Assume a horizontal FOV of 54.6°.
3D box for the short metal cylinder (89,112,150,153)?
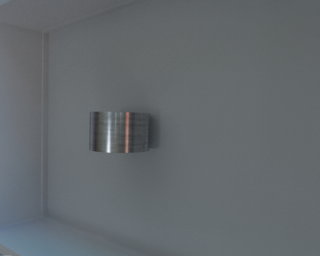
[{"bbox_3d":[-0.054,0.004,0.417,0.080,0.081,0.050,3,92,40],"label":"short metal cylinder"}]
